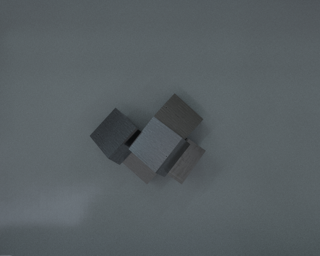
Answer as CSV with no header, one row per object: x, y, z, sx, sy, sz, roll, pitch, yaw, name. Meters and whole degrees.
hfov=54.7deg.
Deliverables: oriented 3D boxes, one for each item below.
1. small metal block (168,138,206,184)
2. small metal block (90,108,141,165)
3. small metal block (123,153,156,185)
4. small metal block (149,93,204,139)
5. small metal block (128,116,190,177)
0.030,0.040,0.398,0.025,0.050,0.050,35,90,-1,small metal block
-0.054,0.010,0.397,0.050,0.025,0.050,-48,52,0,small metal block
-0.018,0.037,0.409,0.050,0.025,0.050,42,90,-1,small metal block
0.021,-0.010,0.410,0.050,0.025,0.050,42,90,-1,small metal block
-0.001,0.022,0.373,0.050,0.025,0.050,38,90,33,small metal block
